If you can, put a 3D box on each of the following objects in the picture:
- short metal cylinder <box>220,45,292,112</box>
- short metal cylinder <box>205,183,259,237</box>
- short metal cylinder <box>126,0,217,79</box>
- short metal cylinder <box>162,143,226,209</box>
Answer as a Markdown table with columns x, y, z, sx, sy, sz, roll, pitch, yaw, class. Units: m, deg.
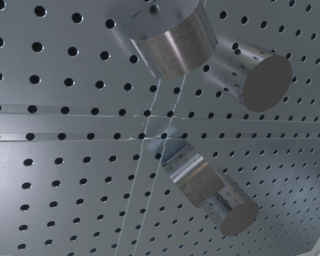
| x | y | z | sx | sy | sz | roll | pitch | yaw | class |
| --- | --- | --- | --- | --- | --- | --- | --- | --- | --- |
| 0.131 | -0.068 | 0.424 | 0.081 | 0.050 | 0.079 | -14 | 124 | -21 | short metal cylinder |
| 0.128 | 0.146 | 0.556 | 0.081 | 0.050 | 0.079 | -14 | 124 | -21 | short metal cylinder |
| 0.013 | -0.097 | 0.323 | 0.080 | 0.080 | 0.050 | -37 | 129 | -3 | short metal cylinder |
| 0.047 | 0.068 | 0.444 | 0.050 | 0.080 | 0.080 | -40 | 130 | -1 | short metal cylinder |
